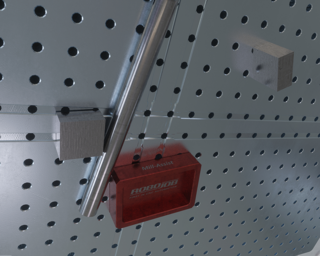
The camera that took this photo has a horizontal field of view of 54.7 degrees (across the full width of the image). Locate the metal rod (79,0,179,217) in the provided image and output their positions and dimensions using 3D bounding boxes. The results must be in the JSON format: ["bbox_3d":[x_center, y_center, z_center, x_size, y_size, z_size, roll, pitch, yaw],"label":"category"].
[{"bbox_3d":[-0.045,-0.015,0.377,0.025,0.025,0.298,10,113,-33],"label":"metal rod"}]

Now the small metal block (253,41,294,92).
[{"bbox_3d":[0.154,-0.085,0.426,0.025,0.050,0.050,-24,127,-14],"label":"small metal block"}]

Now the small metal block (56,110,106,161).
[{"bbox_3d":[-0.094,0.008,0.365,0.050,0.025,0.050,-5,121,-26],"label":"small metal block"}]

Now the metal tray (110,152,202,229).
[{"bbox_3d":[-0.007,0.092,0.460,0.131,0.030,0.089,-9,123,-24],"label":"metal tray"}]
